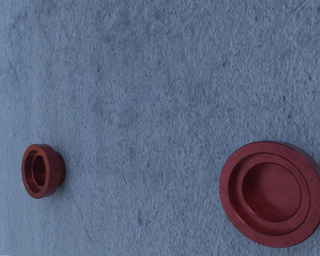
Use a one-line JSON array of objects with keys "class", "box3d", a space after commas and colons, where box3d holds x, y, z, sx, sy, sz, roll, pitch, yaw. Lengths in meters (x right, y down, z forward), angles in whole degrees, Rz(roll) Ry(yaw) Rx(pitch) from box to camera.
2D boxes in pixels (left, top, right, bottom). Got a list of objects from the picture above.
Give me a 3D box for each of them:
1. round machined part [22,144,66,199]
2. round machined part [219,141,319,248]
[{"class": "round machined part", "box3d": [-0.210, 0.077, 0.568, 0.098, 0.042, 0.097, 0, 90, 40]}, {"class": "round machined part", "box3d": [0.111, 0.060, 0.302, 0.098, 0.042, 0.097, 0, 90, 40]}]
